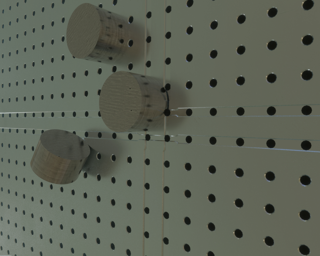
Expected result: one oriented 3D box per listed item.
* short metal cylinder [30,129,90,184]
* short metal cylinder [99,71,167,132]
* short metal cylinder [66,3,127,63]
[{"bbox_3d":[-0.161,0.046,0.504,0.080,0.081,0.050,43,116,31],"label":"short metal cylinder"},{"bbox_3d":[-0.037,-0.034,0.422,0.080,0.050,0.079,0,90,39],"label":"short metal cylinder"},{"bbox_3d":[-0.097,-0.142,0.471,0.080,0.050,0.079,0,90,39],"label":"short metal cylinder"}]
